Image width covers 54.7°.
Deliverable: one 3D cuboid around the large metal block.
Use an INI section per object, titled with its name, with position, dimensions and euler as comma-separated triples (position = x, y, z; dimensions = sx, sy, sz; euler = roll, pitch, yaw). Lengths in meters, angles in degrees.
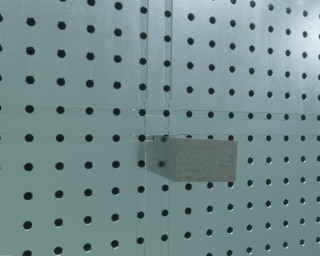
[large metal block]
position = 0.042, 0.038, 0.400
dimensions = 0.081, 0.080, 0.050
euler = 4, 89, -20
